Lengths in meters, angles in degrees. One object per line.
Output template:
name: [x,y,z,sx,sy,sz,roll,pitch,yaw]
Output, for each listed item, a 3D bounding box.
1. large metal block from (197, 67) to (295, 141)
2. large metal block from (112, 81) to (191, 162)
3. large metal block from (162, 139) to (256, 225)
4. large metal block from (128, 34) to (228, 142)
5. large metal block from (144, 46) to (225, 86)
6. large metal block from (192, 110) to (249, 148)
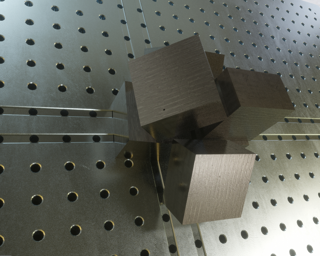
large metal block: [0.096,-0.024,0.375,0.081,0.080,0.050,2,61,-28]
large metal block: [-0.012,-0.006,0.389,0.081,0.050,0.080,7,59,-25]
large metal block: [0.055,0.059,0.359,0.081,0.050,0.079,2,105,-27]
large metal block: [0.019,-0.041,0.333,0.080,0.050,0.080,-19,64,13]
large metal block: [0.029,-0.080,0.427,0.081,0.080,0.050,2,99,-27]
large metal block: [0.065,-0.003,0.427,0.081,0.050,0.080,3,61,-27]
